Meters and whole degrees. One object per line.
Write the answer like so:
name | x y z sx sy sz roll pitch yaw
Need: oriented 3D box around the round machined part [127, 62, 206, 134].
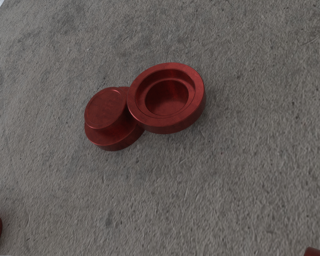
round machined part | 0.011 -0.034 0.401 0.098 0.042 0.098 -6 59 11

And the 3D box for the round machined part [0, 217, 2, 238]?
round machined part | -0.268 0.150 0.442 0.098 0.042 0.098 -13 56 21

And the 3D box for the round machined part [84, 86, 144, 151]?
round machined part | -0.067 -0.020 0.441 0.098 0.042 0.098 -13 56 21

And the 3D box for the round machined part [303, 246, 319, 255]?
round machined part | 0.119 0.125 0.218 0.042 0.098 0.098 11 67 33
